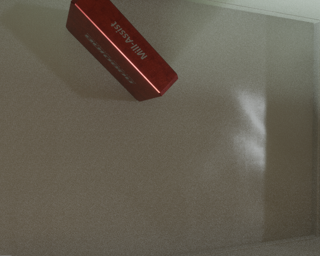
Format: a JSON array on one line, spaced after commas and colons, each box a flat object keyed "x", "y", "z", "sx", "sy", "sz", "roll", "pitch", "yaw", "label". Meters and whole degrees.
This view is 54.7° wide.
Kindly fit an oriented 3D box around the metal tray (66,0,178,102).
[{"x": -0.047, "y": -0.089, "z": 0.359, "sx": 0.130, "sy": 0.090, "sz": 0.030, "roll": 45, "pitch": 76, "yaw": -15, "label": "metal tray"}]
